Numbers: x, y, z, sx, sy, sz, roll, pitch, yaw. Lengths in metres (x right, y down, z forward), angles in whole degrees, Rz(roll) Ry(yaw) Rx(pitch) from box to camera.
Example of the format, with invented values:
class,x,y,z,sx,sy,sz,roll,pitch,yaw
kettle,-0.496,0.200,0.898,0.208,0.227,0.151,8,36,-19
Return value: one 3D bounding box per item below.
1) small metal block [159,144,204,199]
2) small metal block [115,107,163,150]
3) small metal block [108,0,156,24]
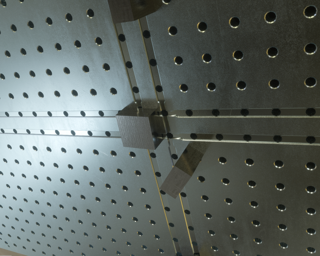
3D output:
class,x,y,z,sx,sy,sz,roll,pitch,yaw
small metal block,0.029,0.058,0.414,0.025,0.050,0.050,33,129,6
small metal block,-0.028,0.000,0.425,0.050,0.025,0.050,4,120,26
small metal block,-0.031,-0.141,0.323,0.025,0.050,0.050,2,119,27
